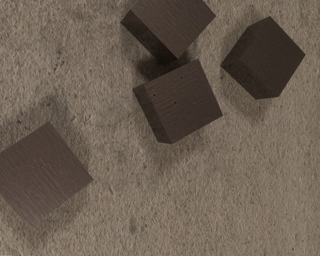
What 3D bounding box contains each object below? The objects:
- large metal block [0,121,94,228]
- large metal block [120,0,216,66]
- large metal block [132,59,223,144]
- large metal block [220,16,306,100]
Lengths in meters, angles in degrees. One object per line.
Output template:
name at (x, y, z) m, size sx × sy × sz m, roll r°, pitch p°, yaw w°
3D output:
large metal block at (-0.135, 0.048, 0.346) m, size 0.080 × 0.050 × 0.080 m, roll -37°, pitch 102°, yaw -16°
large metal block at (0.010, -0.141, 0.400) m, size 0.080 × 0.050 × 0.080 m, roll 44°, pitch 76°, yaw -15°
large metal block at (0.023, -0.034, 0.405) m, size 0.081 × 0.050 × 0.080 m, roll -28°, pitch 100°, yaw -18°
large metal block at (0.150, -0.099, 0.453) m, size 0.080 × 0.050 × 0.080 m, roll 39°, pitch 77°, yaw -16°
